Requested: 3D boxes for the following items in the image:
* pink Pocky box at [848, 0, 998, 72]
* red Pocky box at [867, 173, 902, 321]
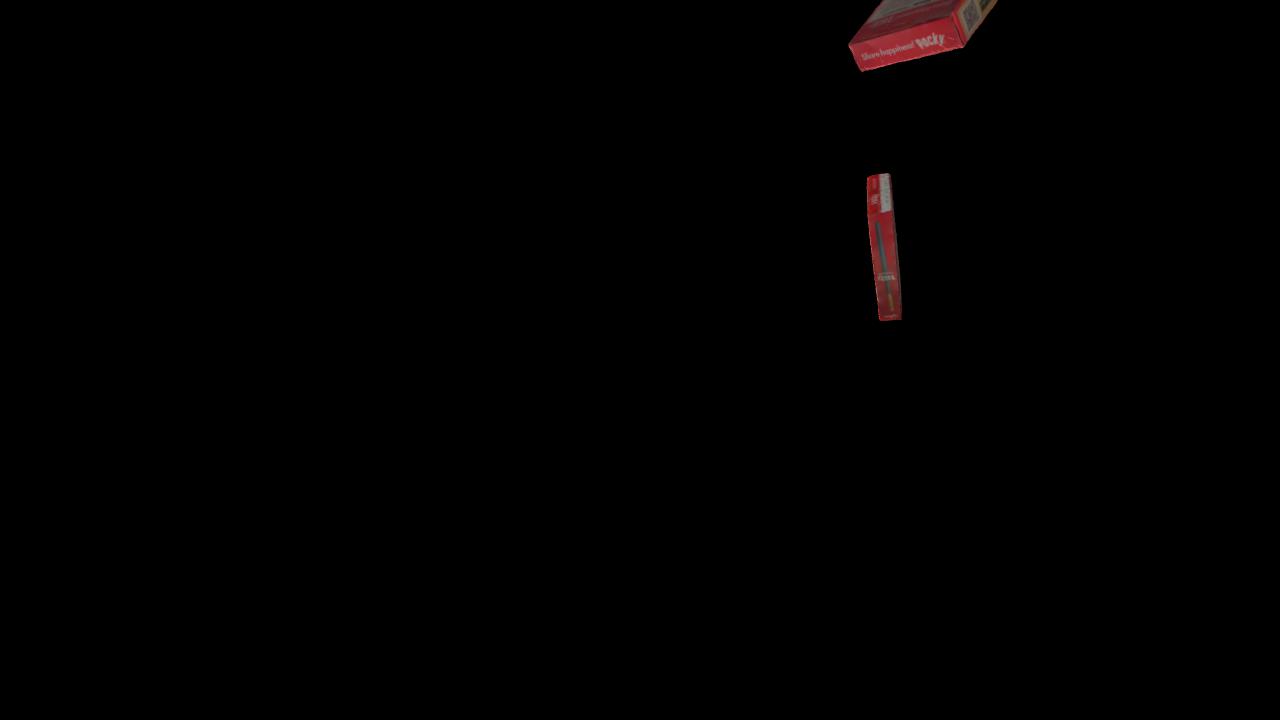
[{"bbox_3d":[0.230,-0.280,0.451,0.029,0.155,0.084,46,-16,-32],"label":"pink Pocky box"},{"bbox_3d":[0.285,-0.128,0.716,0.028,0.155,0.083,-5,43,23],"label":"red Pocky box"}]
